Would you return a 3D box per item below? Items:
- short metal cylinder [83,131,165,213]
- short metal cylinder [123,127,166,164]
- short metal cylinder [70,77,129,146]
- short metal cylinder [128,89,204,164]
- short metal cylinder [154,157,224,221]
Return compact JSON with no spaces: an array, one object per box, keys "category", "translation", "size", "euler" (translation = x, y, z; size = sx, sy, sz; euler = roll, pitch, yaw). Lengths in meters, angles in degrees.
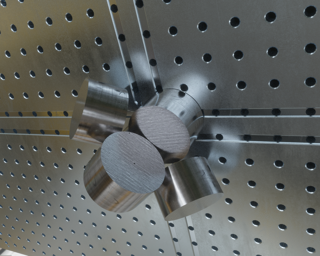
[{"category":"short metal cylinder","translation":[-0.041,0.051,0.361],"size":[0.080,0.080,0.050],"euler":[41,129,-1]},{"category":"short metal cylinder","translation":[-0.035,0.043,0.438],"size":[0.080,0.050,0.079],"euler":[13,124,20]},{"category":"short metal cylinder","translation":[-0.079,-0.019,0.395],"size":[0.050,0.080,0.080],"euler":[15,133,-23]},{"category":"short metal cylinder","translation":[0.008,-0.002,0.387],"size":[0.080,0.050,0.079],"euler":[13,124,20]},{"category":"short metal cylinder","translation":[0.034,0.078,0.396],"size":[0.080,0.081,0.050],"euler":[-47,56,39]}]
